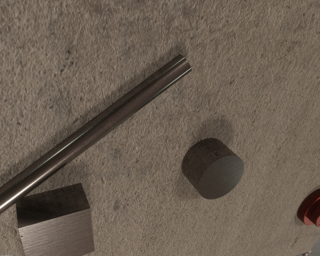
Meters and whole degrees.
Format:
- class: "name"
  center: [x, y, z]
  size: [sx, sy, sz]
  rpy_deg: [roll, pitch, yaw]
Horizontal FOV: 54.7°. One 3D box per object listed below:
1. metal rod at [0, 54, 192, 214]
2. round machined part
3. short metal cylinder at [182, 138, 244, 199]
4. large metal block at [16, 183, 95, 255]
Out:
- class: "metal rod"
  center: [-0.089, 0.011, 0.366]
  size: [0.301, 0.025, 0.025]
  rpy_deg: [-37, 130, -4]
- class: "round machined part"
  center: [0.375, 0.192, 0.724]
  size: [0.099, 0.042, 0.097]
  rpy_deg: [-14, 125, -21]
- class: "short metal cylinder"
  center: [0.081, 0.062, 0.476]
  size: [0.081, 0.050, 0.079]
  rpy_deg: [-14, 125, -21]
- class: "large metal block"
  center: [-0.133, 0.126, 0.397]
  size: [0.081, 0.050, 0.079]
  rpy_deg: [-11, 124, -23]
